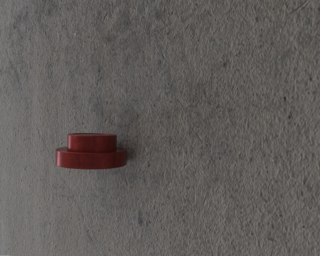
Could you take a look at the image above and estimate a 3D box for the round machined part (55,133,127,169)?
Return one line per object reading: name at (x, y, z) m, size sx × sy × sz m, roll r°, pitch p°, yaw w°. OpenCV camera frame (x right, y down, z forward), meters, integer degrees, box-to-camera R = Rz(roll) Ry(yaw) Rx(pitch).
round machined part at (-0.096, 0.030, 0.438) m, size 0.098 × 0.099 × 0.042 m, roll 3°, pitch 92°, yaw 40°
